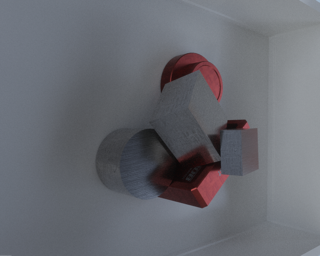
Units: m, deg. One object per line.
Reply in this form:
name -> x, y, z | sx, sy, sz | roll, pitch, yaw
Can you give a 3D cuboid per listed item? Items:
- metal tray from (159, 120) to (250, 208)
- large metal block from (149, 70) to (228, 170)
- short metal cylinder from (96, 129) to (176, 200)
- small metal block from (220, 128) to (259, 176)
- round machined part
metal tray -> 0.054, 0.040, 0.409 | 0.131, 0.090, 0.030 | -46, 117, -31
large metal block -> 0.039, -0.010, 0.376 | 0.080, 0.050, 0.080 | 54, 34, -27
short metal cylinder -> -0.027, 0.040, 0.367 | 0.081, 0.050, 0.079 | 0, 90, -40
small metal block -> 0.093, 0.026, 0.361 | 0.050, 0.025, 0.050 | -4, 92, -53
round machined part -> 0.051, -0.058, 0.438 | 0.099, 0.042, 0.097 | 0, 90, -40
